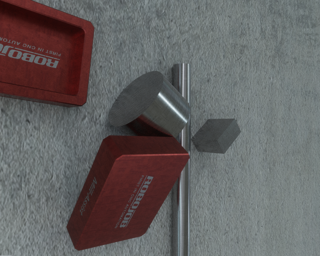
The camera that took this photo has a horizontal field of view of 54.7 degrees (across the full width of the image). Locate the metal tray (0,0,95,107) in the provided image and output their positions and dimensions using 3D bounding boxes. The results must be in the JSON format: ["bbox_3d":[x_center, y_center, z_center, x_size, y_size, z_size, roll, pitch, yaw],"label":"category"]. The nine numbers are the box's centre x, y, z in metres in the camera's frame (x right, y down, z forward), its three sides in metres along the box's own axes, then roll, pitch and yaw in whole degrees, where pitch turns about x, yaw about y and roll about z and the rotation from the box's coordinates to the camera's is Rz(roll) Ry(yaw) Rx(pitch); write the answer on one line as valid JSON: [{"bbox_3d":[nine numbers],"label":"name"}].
[{"bbox_3d":[-0.131,-0.073,0.292,0.131,0.030,0.089,8,85,-40],"label":"metal tray"}]

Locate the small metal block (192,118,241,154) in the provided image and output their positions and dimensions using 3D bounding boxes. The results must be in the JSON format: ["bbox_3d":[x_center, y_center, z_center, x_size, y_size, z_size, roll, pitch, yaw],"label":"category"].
[{"bbox_3d":[0.083,0.011,0.461,0.050,0.050,0.025,-45,118,-31],"label":"small metal block"}]

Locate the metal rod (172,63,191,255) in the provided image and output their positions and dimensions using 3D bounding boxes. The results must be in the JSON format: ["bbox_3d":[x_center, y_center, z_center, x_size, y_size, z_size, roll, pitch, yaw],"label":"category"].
[{"bbox_3d":[0.030,0.061,0.432,0.025,0.025,0.298,0,90,-40],"label":"metal rod"}]

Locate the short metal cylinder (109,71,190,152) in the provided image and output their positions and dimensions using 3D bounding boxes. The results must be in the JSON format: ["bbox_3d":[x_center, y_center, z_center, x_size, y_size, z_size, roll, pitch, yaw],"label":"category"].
[{"bbox_3d":[-0.012,-0.020,0.360,0.050,0.080,0.080,44,64,-32],"label":"short metal cylinder"}]

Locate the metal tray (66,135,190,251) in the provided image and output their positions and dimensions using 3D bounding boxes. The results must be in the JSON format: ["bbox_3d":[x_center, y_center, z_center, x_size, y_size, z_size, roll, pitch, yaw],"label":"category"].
[{"bbox_3d":[-0.035,0.069,0.328,0.091,0.030,0.129,3,124,-40],"label":"metal tray"}]
